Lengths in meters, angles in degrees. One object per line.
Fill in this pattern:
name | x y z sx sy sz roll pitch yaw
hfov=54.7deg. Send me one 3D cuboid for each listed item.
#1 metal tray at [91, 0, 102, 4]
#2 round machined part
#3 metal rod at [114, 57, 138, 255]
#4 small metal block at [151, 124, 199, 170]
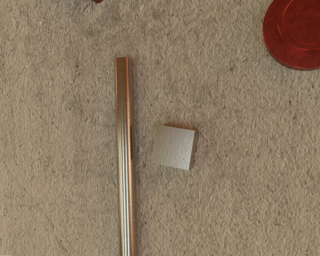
metal tray | -0.124 -0.250 0.448 0.130 0.030 0.090 31 100 17
round machined part | 0.165 -0.115 0.342 0.098 0.042 0.097 0 90 19
metal rod | -0.046 0.055 0.424 0.025 0.025 0.298 -2 89 19
small metal block | 0.020 0.024 0.401 0.050 0.025 0.050 9 93 19
